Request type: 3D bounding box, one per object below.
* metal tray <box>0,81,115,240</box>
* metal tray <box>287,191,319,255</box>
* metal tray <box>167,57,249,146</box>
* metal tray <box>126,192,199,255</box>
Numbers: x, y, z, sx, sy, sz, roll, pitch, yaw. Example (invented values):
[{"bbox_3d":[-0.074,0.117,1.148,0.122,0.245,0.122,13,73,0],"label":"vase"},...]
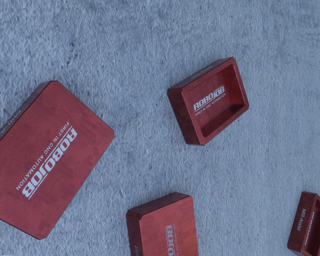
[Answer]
[{"bbox_3d":[-0.115,0.029,0.305,0.090,0.030,0.130,46,63,-30],"label":"metal tray"},{"bbox_3d":[0.327,0.216,0.675,0.090,0.030,0.130,40,66,-33],"label":"metal tray"},{"bbox_3d":[0.077,-0.042,0.465,0.131,0.030,0.090,-34,111,-35],"label":"metal tray"},{"bbox_3d":[0.008,0.160,0.408,0.091,0.030,0.129,-11,97,-39],"label":"metal tray"}]
